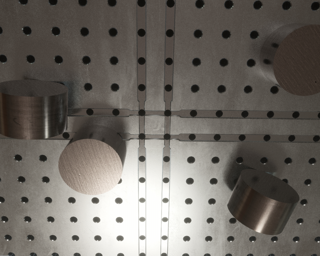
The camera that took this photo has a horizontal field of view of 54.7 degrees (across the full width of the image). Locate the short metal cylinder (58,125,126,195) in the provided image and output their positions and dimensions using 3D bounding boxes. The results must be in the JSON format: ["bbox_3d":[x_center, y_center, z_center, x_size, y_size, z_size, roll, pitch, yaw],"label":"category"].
[{"bbox_3d":[-0.088,0.042,0.414,0.081,0.050,0.079,0,110,-1],"label":"short metal cylinder"}]

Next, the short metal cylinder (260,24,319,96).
[{"bbox_3d":[0.168,-0.083,0.372,0.081,0.050,0.079,0,110,-1],"label":"short metal cylinder"}]

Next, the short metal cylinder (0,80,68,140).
[{"bbox_3d":[-0.153,-0.025,0.373,0.081,0.080,0.050,6,110,-3],"label":"short metal cylinder"}]

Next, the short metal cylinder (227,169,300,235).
[{"bbox_3d":[0.139,0.098,0.422,0.080,0.080,0.050,16,109,-6],"label":"short metal cylinder"}]
